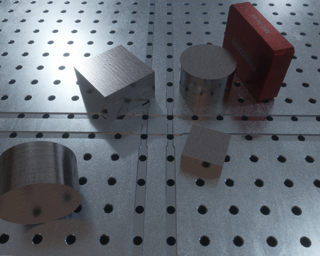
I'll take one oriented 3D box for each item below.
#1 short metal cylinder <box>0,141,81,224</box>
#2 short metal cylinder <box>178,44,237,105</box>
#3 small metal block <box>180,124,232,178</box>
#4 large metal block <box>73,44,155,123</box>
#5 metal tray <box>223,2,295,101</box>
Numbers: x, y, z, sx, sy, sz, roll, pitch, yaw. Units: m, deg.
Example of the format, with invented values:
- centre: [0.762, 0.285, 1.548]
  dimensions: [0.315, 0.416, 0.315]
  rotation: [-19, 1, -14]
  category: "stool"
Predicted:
- centre: [-0.126, 0.058, 0.322]
  dimensions: [0.081, 0.080, 0.050]
  rotation: [-12, 51, -10]
  category: "short metal cylinder"
- centre: [0.068, -0.080, 0.459]
  dimensions: [0.081, 0.050, 0.080]
  rotation: [0, 50, 0]
  category: "short metal cylinder"
- centre: [0.057, 0.028, 0.385]
  dimensions: [0.050, 0.025, 0.050]
  rotation: [15, 52, 12]
  category: "small metal block"
- centre: [-0.064, -0.066, 0.446]
  dimensions: [0.080, 0.050, 0.080]
  rotation: [-32, 57, -24]
  category: "large metal block"
- centre: [0.139, -0.116, 0.463]
  dimensions: [0.030, 0.089, 0.130]
  rotation: [-14, 51, -11]
  category: "metal tray"
